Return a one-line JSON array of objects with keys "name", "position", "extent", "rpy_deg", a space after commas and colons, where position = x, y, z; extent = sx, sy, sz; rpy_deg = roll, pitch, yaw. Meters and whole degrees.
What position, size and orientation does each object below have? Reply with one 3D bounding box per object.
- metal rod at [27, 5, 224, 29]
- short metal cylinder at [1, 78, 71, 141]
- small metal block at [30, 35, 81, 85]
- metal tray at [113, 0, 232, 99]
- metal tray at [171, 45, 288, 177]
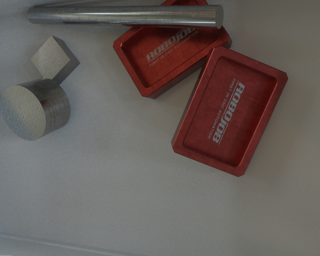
[{"name": "metal rod", "position": [-0.065, -0.147, 0.406], "extent": [0.300, 0.025, 0.025], "rpy_deg": [12, 94, 28]}, {"name": "short metal cylinder", "position": [-0.178, -0.028, 0.445], "extent": [0.080, 0.050, 0.079], "rpy_deg": [9, 113, 22]}, {"name": "small metal block", "position": [-0.157, -0.100, 0.464], "extent": [0.050, 0.025, 0.050], "rpy_deg": [-42, 77, 15]}, {"name": "metal tray", "position": [0.014, -0.109, 0.402], "extent": [0.130, 0.030, 0.090], "rpy_deg": [-33, 80, 16]}, {"name": "metal tray", "position": [0.078, -0.019, 0.363], "extent": [0.090, 0.030, 0.129], "rpy_deg": [22, 98, -4]}]
